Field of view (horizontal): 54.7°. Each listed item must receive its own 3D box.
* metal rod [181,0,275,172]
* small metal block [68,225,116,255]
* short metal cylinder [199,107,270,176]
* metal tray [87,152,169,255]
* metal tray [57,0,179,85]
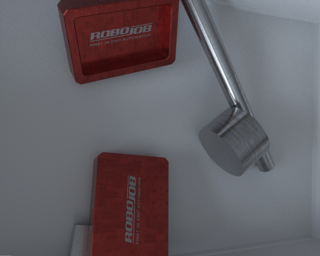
[{"bbox_3d":[0.093,-0.057,0.410,0.025,0.025,0.299,-39,116,-16],"label":"metal rod"},{"bbox_3d":[-0.082,0.145,0.374,0.050,0.025,0.050,13,69,-20],"label":"small metal block"},{"bbox_3d":[0.099,0.018,0.419,0.050,0.080,0.080,-38,103,-16],"label":"short metal cylinder"},{"bbox_3d":[-0.037,0.099,0.377,0.091,0.030,0.129,7,71,-20],"label":"metal tray"},{"bbox_3d":[-0.044,-0.109,0.365,0.131,0.030,0.089,-17,135,-20],"label":"metal tray"}]
